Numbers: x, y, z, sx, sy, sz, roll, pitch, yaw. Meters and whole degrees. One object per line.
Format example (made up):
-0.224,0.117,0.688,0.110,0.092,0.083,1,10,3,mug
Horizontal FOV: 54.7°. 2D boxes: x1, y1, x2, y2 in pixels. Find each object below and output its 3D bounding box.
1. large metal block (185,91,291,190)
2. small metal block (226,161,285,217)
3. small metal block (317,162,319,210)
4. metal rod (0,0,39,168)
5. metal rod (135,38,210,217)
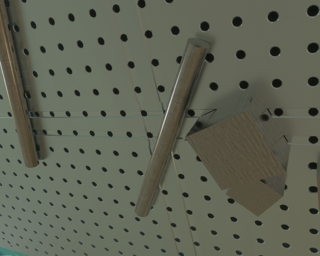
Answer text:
0.090,0.017,0.358,0.080,0.050,0.080,-26,104,37,large metal block
0.121,0.078,0.395,0.050,0.025,0.050,35,129,5,small metal block
0.204,0.067,0.345,0.050,0.025,0.050,-2,118,29,small metal block
-0.232,-0.059,0.497,0.025,0.025,0.298,16,125,19,metal rod
0.006,0.023,0.421,0.025,0.025,0.298,26,128,12,metal rod
